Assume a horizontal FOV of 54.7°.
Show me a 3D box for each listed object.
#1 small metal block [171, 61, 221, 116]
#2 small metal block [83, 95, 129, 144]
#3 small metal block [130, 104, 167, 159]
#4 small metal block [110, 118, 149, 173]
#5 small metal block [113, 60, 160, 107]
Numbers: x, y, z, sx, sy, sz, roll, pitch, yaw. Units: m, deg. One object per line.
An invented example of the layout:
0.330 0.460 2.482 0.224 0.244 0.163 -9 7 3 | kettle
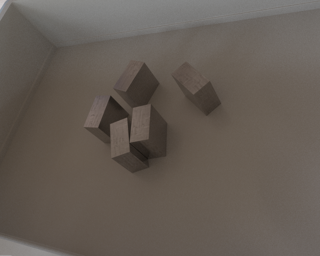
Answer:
0.047 -0.050 0.396 0.025 0.050 0.050 -41 51 1 | small metal block
-0.074 -0.011 0.436 0.025 0.050 0.050 2 63 29 | small metal block
-0.013 0.005 0.393 0.025 0.050 0.050 -11 57 22 | small metal block
-0.039 0.023 0.396 0.025 0.050 0.050 -20 54 16 | small metal block
-0.033 -0.061 0.444 0.025 0.050 0.050 19 72 35 | small metal block
